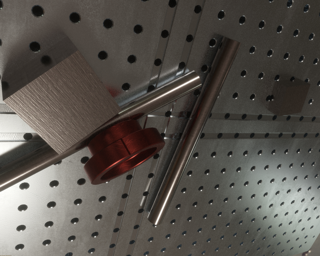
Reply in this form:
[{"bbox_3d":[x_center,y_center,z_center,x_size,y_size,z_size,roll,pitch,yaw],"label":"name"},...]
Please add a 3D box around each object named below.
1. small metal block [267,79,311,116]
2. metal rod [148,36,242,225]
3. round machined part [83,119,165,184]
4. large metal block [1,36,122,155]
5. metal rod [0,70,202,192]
[{"bbox_3d":[0.206,-0.049,0.496,0.050,0.025,0.050,-9,123,-24],"label":"small metal block"},{"bbox_3d":[0.042,0.017,0.446,0.025,0.025,0.298,7,115,-32],"label":"metal rod"},{"bbox_3d":[-0.046,0.025,0.371,0.098,0.042,0.098,-29,168,-7],"label":"round machined part"},{"bbox_3d":[-0.100,-0.033,0.321,0.080,0.050,0.080,-36,130,-5],"label":"large metal block"},{"bbox_3d":[-0.084,0.007,0.370,0.302,0.025,0.025,-28,128,-11],"label":"metal rod"}]
